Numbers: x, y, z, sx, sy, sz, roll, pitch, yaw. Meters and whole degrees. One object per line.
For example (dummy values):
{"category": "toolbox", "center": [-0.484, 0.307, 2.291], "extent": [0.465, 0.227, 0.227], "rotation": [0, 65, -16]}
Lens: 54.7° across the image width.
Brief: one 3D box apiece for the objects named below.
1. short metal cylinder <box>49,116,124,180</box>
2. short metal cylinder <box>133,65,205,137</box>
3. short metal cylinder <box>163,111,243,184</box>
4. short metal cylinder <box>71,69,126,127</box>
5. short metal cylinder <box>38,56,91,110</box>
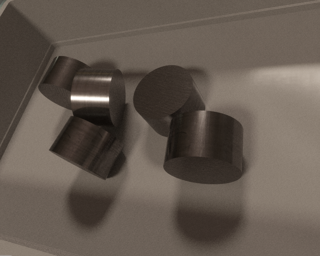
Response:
{"category": "short metal cylinder", "center": [-0.094, 0.027, 0.401], "extent": [0.080, 0.080, 0.050], "rotation": [17, 71, 34]}
{"category": "short metal cylinder", "center": [0.013, -0.034, 0.403], "extent": [0.080, 0.050, 0.080], "rotation": [-13, 56, 20]}
{"category": "short metal cylinder", "center": [0.047, 0.023, 0.331], "extent": [0.080, 0.080, 0.050], "rotation": [-5, 60, 25]}
{"category": "short metal cylinder", "center": [-0.083, -0.042, 0.430], "extent": [0.050, 0.080, 0.080], "rotation": [3, 62, 8]}
{"category": "short metal cylinder", "center": [-0.139, -0.067, 0.482], "extent": [0.080, 0.080, 0.050], "rotation": [6, 65, 30]}
